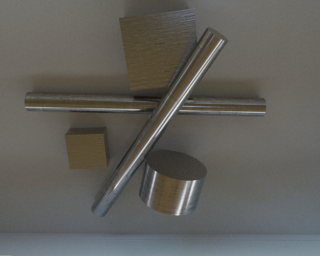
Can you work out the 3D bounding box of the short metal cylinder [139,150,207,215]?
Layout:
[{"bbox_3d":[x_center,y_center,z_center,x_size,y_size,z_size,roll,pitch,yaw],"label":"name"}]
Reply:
[{"bbox_3d":[0.016,0.069,0.408,0.081,0.080,0.050,11,110,-5],"label":"short metal cylinder"}]

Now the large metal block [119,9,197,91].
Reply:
[{"bbox_3d":[0.001,-0.093,0.364,0.080,0.050,0.079,-7,110,2],"label":"large metal block"}]

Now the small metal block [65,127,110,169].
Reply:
[{"bbox_3d":[-0.097,0.027,0.420,0.050,0.025,0.050,-2,110,0],"label":"small metal block"}]

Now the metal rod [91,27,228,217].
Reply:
[{"bbox_3d":[-0.016,0.014,0.381,0.025,0.025,0.298,28,120,-11],"label":"metal rod"}]

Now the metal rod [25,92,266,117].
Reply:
[{"bbox_3d":[-0.017,-0.030,0.399,0.302,0.025,0.025,1,110,-1],"label":"metal rod"}]
